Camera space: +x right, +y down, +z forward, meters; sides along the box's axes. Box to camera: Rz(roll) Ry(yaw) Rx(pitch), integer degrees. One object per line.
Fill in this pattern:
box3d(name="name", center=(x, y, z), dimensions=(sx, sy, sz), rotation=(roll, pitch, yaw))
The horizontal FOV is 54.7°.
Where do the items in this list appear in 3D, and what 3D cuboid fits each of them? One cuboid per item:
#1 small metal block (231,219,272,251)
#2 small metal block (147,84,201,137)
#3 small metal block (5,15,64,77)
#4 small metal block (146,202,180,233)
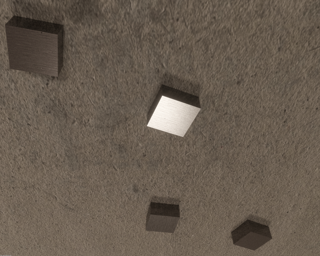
box3d(name="small metal block", center=(0.172, 0.202, 0.582), dimensions=(0.050, 0.025, 0.050), rotation=(23, 126, -19))
box3d(name="small metal block", center=(0.016, -0.021, 0.390), dimensions=(0.050, 0.025, 0.050), rotation=(17, 128, -15))
box3d(name="small metal block", center=(-0.132, -0.087, 0.331), dimensions=(0.050, 0.025, 0.050), rotation=(9, 130, -8))
box3d(name="small metal block", center=(0.004, 0.157, 0.541), dimensions=(0.050, 0.025, 0.050), rotation=(8, 130, -7))
